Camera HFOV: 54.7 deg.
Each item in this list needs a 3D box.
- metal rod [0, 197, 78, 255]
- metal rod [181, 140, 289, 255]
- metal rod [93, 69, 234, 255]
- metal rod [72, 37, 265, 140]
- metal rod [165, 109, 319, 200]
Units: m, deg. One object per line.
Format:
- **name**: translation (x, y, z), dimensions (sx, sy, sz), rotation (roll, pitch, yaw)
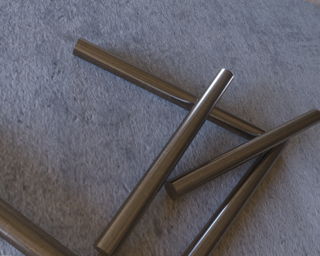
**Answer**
- **metal rod**: translation (-0.128, 0.092, 0.279), dimensions (0.300, 0.025, 0.025), rotation (38, 51, -3)
- **metal rod**: translation (0.103, 0.091, 0.405), dimensions (0.025, 0.025, 0.302), rotation (48, 51, 5)
- **metal rod**: translation (0.022, 0.021, 0.383), dimensions (0.025, 0.025, 0.301), rotation (39, 57, -2)
- **metal rod**: translation (0.022, -0.048, 0.446), dimensions (0.302, 0.025, 0.025), rotation (25, 53, -13)
- **metal rod**: translation (0.136, 0.027, 0.441), dimensions (0.302, 0.025, 0.025), rotation (-21, 73, -29)
